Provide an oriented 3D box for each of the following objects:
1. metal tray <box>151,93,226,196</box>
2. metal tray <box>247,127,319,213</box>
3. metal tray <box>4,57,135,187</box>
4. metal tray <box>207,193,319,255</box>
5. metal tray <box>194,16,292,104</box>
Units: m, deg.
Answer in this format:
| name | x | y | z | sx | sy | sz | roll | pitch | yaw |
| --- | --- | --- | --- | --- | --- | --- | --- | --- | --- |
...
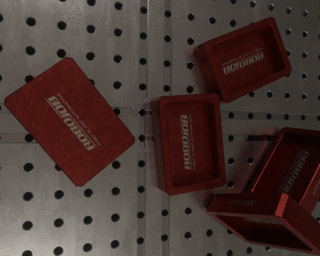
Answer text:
| name | x | y | z | sx | sy | sz | roll | pitch | yaw |
| --- | --- | --- | --- | --- | --- | --- | --- | --- | --- |
| metal tray | 0.040 | 0.020 | 0.425 | 0.091 | 0.030 | 0.129 | -6 | 92 | -20 |
| metal tray | 0.193 | 0.063 | 0.449 | 0.030 | 0.090 | 0.130 | 38 | 77 | -26 |
| metal tray | -0.104 | -0.007 | 0.372 | 0.090 | 0.030 | 0.130 | -40 | 103 | -16 |
| metal tray | 0.136 | 0.123 | 0.407 | 0.090 | 0.130 | 0.030 | 40 | 63 | -16 |
| metal tray | 0.125 | -0.100 | 0.457 | 0.131 | 0.030 | 0.090 | -25 | 99 | -19 |
